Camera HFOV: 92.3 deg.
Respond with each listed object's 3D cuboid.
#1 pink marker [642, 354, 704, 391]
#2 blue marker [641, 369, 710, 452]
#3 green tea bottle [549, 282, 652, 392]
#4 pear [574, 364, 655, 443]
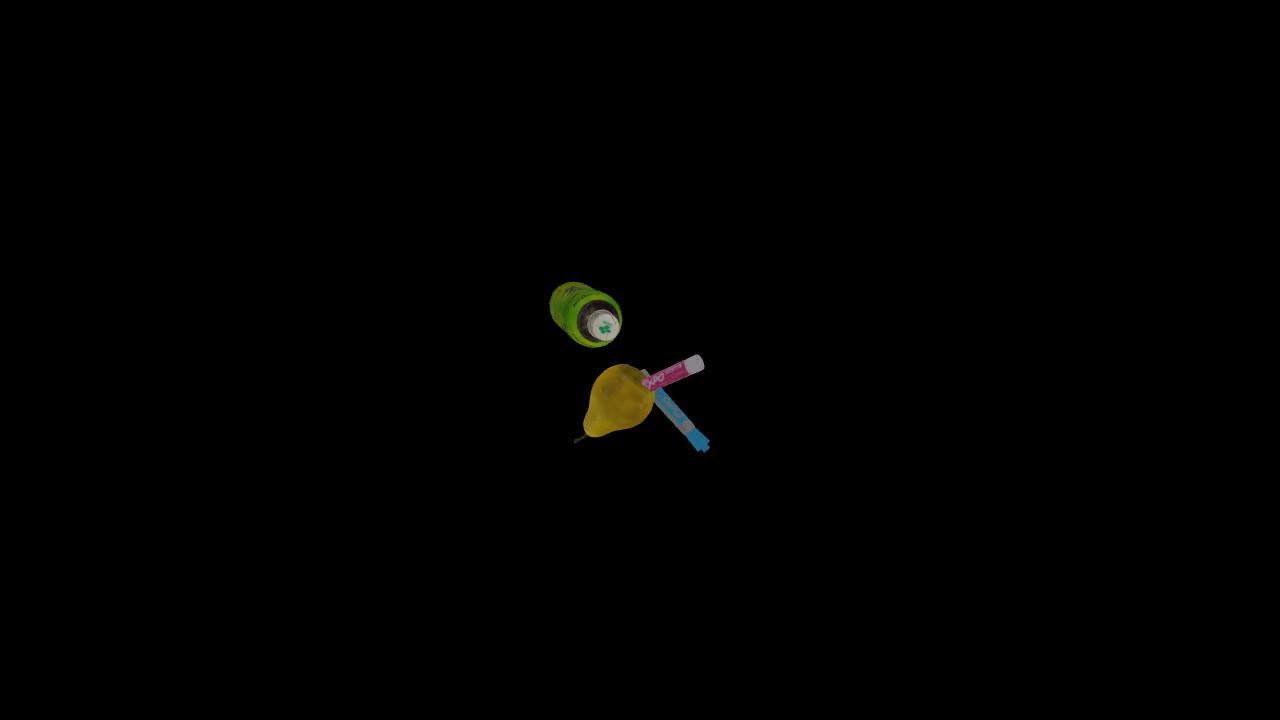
[{"bbox_3d":[0.017,0.025,0.699,0.121,0.020,0.020,-25,-12,26],"label":"pink marker"},{"bbox_3d":[0.038,0.060,0.722,0.020,0.121,0.020,-39,-13,-11],"label":"blue marker"},{"bbox_3d":[-0.064,-0.056,0.764,0.073,0.073,0.212,0,10,-18],"label":"green tea bottle"},{"bbox_3d":[-0.034,0.060,0.720,0.080,0.080,0.111,0,-44,-52],"label":"pear"}]
